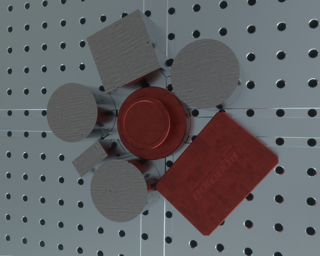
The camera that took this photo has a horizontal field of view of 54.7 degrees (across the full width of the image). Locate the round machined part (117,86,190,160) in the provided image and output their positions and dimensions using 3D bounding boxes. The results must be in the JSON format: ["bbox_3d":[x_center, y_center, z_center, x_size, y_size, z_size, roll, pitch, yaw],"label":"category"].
[{"bbox_3d":[-0.013,-0.006,0.407,0.098,0.042,0.097,0,90,20],"label":"round machined part"}]

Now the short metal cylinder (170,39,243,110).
[{"bbox_3d":[0.059,-0.062,0.378,0.080,0.050,0.080,0,90,20],"label":"short metal cylinder"}]

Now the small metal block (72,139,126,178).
[{"bbox_3d":[-0.084,0.040,0.428,0.050,0.050,0.025,-39,78,16],"label":"small metal block"}]

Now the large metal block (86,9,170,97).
[{"bbox_3d":[-0.039,-0.096,0.413,0.080,0.050,0.080,-23,83,18],"label":"large metal block"}]

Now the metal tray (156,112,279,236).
[{"bbox_3d":[0.069,0.055,0.384,0.090,0.030,0.130,42,103,15],"label":"metal tray"}]

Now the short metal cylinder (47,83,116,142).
[{"bbox_3d":[-0.110,-0.021,0.437,0.080,0.050,0.080,0,90,20],"label":"short metal cylinder"}]

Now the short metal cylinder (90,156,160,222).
[{"bbox_3d":[-0.044,0.079,0.414,0.080,0.050,0.080,0,90,20],"label":"short metal cylinder"}]
